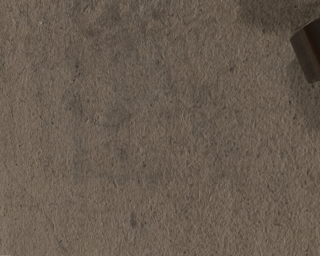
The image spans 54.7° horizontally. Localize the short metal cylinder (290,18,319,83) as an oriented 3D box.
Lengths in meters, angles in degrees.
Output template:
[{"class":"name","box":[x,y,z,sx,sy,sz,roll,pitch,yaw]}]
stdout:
[{"class":"short metal cylinder","box":[0.183,-0.085,0.316,0.080,0.080,0.050,-22,83,18]}]
